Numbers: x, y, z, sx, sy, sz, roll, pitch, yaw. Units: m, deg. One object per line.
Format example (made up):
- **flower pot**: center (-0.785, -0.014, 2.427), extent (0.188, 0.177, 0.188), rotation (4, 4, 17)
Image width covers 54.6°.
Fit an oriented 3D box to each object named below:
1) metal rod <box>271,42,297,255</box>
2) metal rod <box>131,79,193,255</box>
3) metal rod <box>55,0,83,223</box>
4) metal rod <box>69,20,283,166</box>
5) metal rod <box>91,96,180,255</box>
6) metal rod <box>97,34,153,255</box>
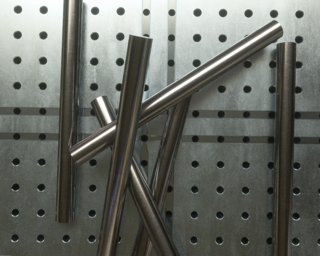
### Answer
- **metal rod**: center (0.165, 0.038, 0.414), extent (0.025, 0.025, 0.298), rotation (1, 90, 0)
- **metal rod**: center (-0.003, 0.083, 0.413), extent (0.025, 0.025, 0.299), rotation (14, 90, 0)
- **metal rod**: center (-0.120, -0.027, 0.412), extent (0.025, 0.025, 0.298), rotation (2, 90, 0)
- **metal rod**: center (0.023, -0.046, 0.386), extent (0.301, 0.025, 0.025), rotation (-33, 90, -4)
- **metal rod**: center (-0.018, 0.096, 0.389), extent (0.025, 0.025, 0.299), rotation (-25, 81, 0)
- **metal rod**: center (-0.047, 0.044, 0.368), extent (0.025, 0.025, 0.298), rotation (11, 108, 0)
